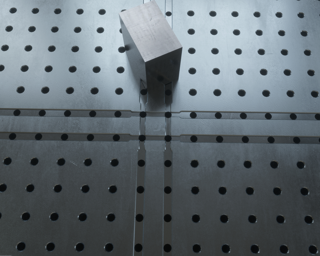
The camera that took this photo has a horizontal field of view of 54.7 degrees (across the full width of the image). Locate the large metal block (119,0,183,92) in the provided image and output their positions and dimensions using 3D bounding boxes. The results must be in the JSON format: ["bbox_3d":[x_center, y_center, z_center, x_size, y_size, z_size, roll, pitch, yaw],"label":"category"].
[{"bbox_3d":[-0.013,-0.109,0.422,0.050,0.080,0.080,-24,72,-9],"label":"large metal block"}]
